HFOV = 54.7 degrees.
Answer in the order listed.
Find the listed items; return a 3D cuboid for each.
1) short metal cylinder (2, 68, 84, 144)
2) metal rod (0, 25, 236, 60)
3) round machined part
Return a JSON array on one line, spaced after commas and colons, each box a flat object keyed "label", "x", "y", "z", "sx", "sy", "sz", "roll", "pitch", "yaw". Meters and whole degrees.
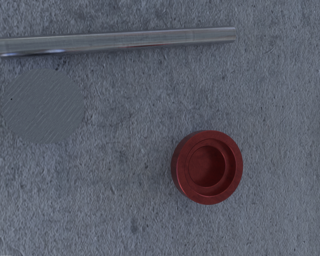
[{"label": "short metal cylinder", "x": -0.129, "y": -0.023, "z": 0.348, "sx": 0.081, "sy": 0.050, "sz": 0.080, "roll": 0, "pitch": 90, "yaw": -20}, {"label": "metal rod", "x": -0.037, "y": -0.111, "z": 0.395, "sx": 0.302, "sy": 0.025, "sz": 0.025, "roll": -10, "pitch": 94, "yaw": -20}, {"label": "round machined part", "x": 0.060, "y": 0.052, "z": 0.422, "sx": 0.099, "sy": 0.042, "sz": 0.097, "roll": 0, "pitch": 90, "yaw": -20}]
